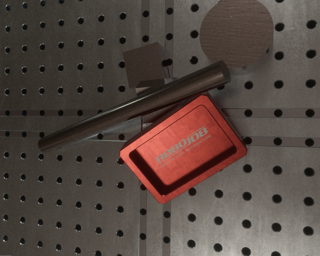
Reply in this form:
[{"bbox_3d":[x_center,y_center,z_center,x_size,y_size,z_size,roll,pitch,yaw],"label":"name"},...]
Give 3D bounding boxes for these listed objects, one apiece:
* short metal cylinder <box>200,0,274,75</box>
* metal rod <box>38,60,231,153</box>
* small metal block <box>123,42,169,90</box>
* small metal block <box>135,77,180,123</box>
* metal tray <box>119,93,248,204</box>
[{"bbox_3d":[0.092,-0.106,0.367,0.080,0.050,0.079,0,90,19],"label":"short metal cylinder"},{"bbox_3d":[-0.054,-0.016,0.397,0.300,0.025,0.025,-19,84,31],"label":"metal rod"},{"bbox_3d":[-0.018,-0.082,0.418,0.050,0.025,0.050,-12,86,19],"label":"small metal block"},{"bbox_3d":[0.001,-0.035,0.399,0.050,0.025,0.050,-4,118,16],"label":"small metal block"},{"bbox_3d":[0.028,0.025,0.383,0.130,0.030,0.090,-35,101,16],"label":"metal tray"}]
